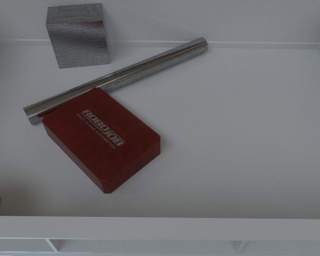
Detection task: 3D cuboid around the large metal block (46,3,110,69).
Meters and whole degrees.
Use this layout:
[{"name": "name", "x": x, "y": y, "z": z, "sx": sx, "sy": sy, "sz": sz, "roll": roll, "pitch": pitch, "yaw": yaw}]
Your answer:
[{"name": "large metal block", "x": -0.126, "y": -0.144, "z": 0.489, "sx": 0.081, "sy": 0.080, "sz": 0.050, "roll": -7, "pitch": 51, "yaw": -6}]

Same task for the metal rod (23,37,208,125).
[{"name": "metal rod", "x": -0.052, "y": -0.079, "z": 0.470, "sx": 0.302, "sy": 0.025, "sz": 0.025, "roll": -27, "pitch": 55, "yaw": -21}]

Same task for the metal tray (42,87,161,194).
[{"name": "metal tray", "x": -0.074, "y": 0.010, "z": 0.393, "sx": 0.091, "sy": 0.030, "sz": 0.130, "roll": -37, "pitch": 59, "yaw": -27}]
